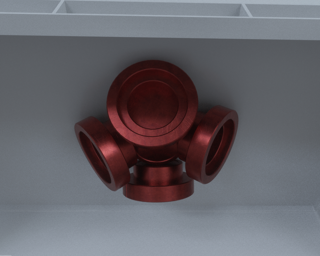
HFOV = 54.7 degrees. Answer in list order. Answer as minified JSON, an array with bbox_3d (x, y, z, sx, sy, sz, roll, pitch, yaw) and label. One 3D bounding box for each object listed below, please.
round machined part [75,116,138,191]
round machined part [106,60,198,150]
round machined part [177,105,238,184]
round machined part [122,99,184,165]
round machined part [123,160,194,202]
[{"bbox_3d":[-0.065,0.028,0.394,0.042,0.098,0.097,-31,135,-24],"label":"round machined part"},{"bbox_3d":[-0.007,-0.024,0.351,0.099,0.098,0.042,-3,168,2],"label":"round machined part"},{"bbox_3d":[0.057,0.017,0.388,0.042,0.099,0.097,23,137,28],"label":"round machined part"},{"bbox_3d":[-0.004,0.010,0.404,0.099,0.042,0.097,-1,130,0],"label":"round machined part"},{"bbox_3d":[-0.003,0.067,0.428,0.099,0.098,0.042,-1,94,0],"label":"round machined part"}]
